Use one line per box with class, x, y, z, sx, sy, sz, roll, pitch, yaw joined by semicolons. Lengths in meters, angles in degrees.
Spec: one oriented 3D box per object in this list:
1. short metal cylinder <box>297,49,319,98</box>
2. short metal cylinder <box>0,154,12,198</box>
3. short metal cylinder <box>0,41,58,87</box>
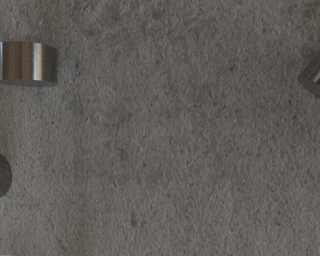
short metal cylinder;0.190;-0.049;0.313;0.080;0.080;0.050;38;102;15
short metal cylinder;-0.288;0.080;0.495;0.080;0.050;0.079;0;90;19
short metal cylinder;-0.189;-0.089;0.445;0.080;0.080;0.050;0;90;19
